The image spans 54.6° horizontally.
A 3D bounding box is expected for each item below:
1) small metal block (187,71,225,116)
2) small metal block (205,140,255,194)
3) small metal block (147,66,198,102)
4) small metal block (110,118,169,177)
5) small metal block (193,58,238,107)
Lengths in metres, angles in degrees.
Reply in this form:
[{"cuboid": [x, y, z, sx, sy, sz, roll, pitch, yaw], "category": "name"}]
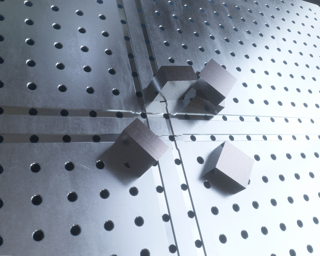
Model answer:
[{"cuboid": [0.072, -0.053, 0.479, 0.050, 0.025, 0.050, 19, 54, -17], "category": "small metal block"}, {"cuboid": [0.097, 0.054, 0.427, 0.050, 0.025, 0.050, 35, 51, -5], "category": "small metal block"}, {"cuboid": [0.017, -0.063, 0.439, 0.050, 0.050, 0.025, -7, 65, -31], "category": "small metal block"}, {"cuboid": [-0.025, 0.024, 0.364, 0.050, 0.050, 0.025, 43, 51, 1], "category": "small metal block"}, {"cuboid": [0.080, -0.068, 0.460, 0.050, 0.025, 0.050, 39, 51, -2], "category": "small metal block"}]
